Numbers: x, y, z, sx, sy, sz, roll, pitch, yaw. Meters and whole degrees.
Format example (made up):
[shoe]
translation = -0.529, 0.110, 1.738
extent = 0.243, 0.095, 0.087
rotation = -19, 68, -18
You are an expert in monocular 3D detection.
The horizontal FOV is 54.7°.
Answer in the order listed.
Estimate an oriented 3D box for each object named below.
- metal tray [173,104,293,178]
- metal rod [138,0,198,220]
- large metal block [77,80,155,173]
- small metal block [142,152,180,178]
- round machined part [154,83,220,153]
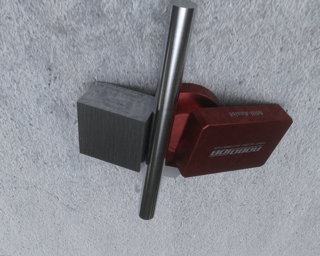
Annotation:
[metal tray]
translation = 0.091, 0.016, 0.391
extent = 0.131, 0.030, 0.089
rotation = -4, 134, -24
[metal rod]
translation = 0.000, 0.008, 0.360
extent = 0.025, 0.025, 0.298
rotation = 6, 128, -5
[large metal block]
translation = -0.050, -0.002, 0.376
extent = 0.080, 0.050, 0.079
rotation = 17, 130, 9
[small metal block]
translation = 0.006, 0.049, 0.437
extent = 0.050, 0.025, 0.050
rotation = 12, 155, -10
[round machined part]
translation = 0.031, -0.005, 0.393
extent = 0.099, 0.042, 0.097
rotation = 0, 130, 0
